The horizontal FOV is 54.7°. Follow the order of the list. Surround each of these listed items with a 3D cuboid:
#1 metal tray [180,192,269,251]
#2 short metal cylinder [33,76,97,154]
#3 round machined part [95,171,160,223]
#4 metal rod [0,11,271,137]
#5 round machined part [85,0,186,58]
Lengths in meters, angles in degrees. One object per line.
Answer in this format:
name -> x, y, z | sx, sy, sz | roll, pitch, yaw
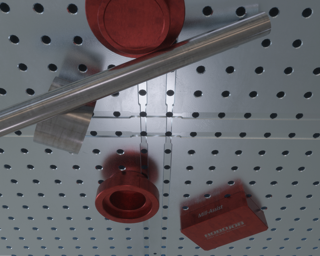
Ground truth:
metal tray -> 0.113, 0.170, 0.555 | 0.130, 0.030, 0.090 | -29, 125, 22
short metal cylinder -> -0.109, -0.014, 0.362 | 0.050, 0.080, 0.079 | 19, 128, -15
round machined part -> -0.050, 0.106, 0.490 | 0.099, 0.042, 0.097 | 0, 130, 0
metal rod -> -0.031, -0.054, 0.311 | 0.302, 0.025, 0.025 | -22, 129, -4
round machined part -> -0.024, -0.112, 0.305 | 0.099, 0.042, 0.097 | 0, 130, 0
